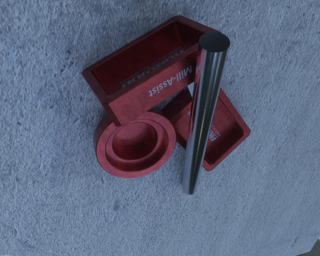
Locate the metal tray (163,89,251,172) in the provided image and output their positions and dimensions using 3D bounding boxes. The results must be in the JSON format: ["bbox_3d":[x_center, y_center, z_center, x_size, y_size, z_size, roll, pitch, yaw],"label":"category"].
[{"bbox_3d":[0.066,-0.003,0.441,0.090,0.030,0.130,-44,130,2],"label":"metal tray"}]

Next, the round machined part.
[{"bbox_3d":[-0.033,0.011,0.383,0.099,0.042,0.097,-11,125,-15],"label":"round machined part"}]

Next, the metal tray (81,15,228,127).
[{"bbox_3d":[-0.009,-0.065,0.322,0.131,0.090,0.030,-33,129,-8],"label":"metal tray"}]

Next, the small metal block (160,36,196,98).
[{"bbox_3d":[0.029,-0.070,0.360,0.025,0.050,0.050,-35,144,-2],"label":"small metal block"}]

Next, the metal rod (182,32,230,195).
[{"bbox_3d":[0.046,0.013,0.374,0.025,0.025,0.299,-24,149,-14],"label":"metal rod"}]
